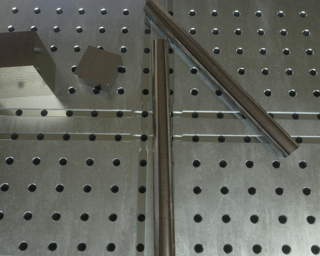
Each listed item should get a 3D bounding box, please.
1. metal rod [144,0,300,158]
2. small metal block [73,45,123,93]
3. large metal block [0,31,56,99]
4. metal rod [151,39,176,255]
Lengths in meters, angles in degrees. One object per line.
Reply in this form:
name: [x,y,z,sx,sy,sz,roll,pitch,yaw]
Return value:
metal rod: [0.078,-0.079,0.440,0.025,0.025,0.300,-37,74,-12]
small metal block: [-0.087,-0.084,0.442,0.050,0.025,0.050,19,71,7]
large metal block: [-0.192,-0.081,0.411,0.081,0.080,0.050,-4,70,-2]
metal rod: [0.003,0.016,0.405,0.025,0.025,0.299,-1,70,-1]
